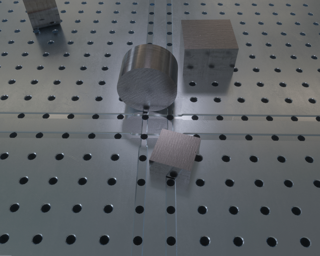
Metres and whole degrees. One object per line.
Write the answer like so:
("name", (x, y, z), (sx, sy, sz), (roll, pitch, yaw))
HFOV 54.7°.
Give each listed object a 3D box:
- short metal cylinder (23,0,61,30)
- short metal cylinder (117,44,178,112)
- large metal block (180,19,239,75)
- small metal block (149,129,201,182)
("short metal cylinder", (-0.217, -0.223, 0.558), (0.050, 0.080, 0.080), (-20, 53, -16))
("short metal cylinder", (-0.016, -0.068, 0.429), (0.080, 0.080, 0.050), (3, 50, 2))
("large metal block", (0.076, -0.132, 0.503), (0.081, 0.050, 0.080), (-1, 50, -1))
("small metal block", (0.019, 0.033, 0.380), (0.050, 0.025, 0.050), (14, 51, 11))
